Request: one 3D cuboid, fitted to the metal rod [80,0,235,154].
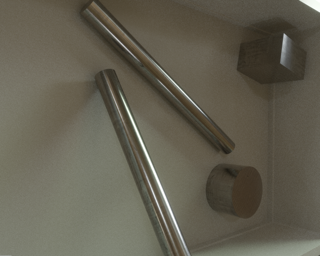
[{"bbox_3d":[0.015,-0.052,0.421,0.300,0.025,0.025,41,65,-33],"label":"metal rod"}]

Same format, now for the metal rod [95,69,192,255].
[{"bbox_3d":[-0.006,0.071,0.319,0.025,0.025,0.299,-10,70,-40],"label":"metal rod"}]

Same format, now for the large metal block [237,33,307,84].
[{"bbox_3d":[0.193,-0.116,0.536,0.081,0.080,0.050,16,80,-39],"label":"large metal block"}]

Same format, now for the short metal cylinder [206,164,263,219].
[{"bbox_3d":[0.119,0.098,0.493,0.081,0.050,0.079,0,90,-40],"label":"short metal cylinder"}]
